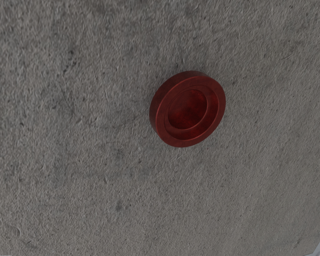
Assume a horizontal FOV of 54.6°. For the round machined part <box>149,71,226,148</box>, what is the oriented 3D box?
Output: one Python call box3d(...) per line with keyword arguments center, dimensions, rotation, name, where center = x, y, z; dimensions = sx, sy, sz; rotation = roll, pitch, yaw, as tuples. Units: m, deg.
box3d(center=(0.031, -0.027, 0.395), dimensions=(0.099, 0.042, 0.097), rotation=(-14, 124, -21), name="round machined part")
